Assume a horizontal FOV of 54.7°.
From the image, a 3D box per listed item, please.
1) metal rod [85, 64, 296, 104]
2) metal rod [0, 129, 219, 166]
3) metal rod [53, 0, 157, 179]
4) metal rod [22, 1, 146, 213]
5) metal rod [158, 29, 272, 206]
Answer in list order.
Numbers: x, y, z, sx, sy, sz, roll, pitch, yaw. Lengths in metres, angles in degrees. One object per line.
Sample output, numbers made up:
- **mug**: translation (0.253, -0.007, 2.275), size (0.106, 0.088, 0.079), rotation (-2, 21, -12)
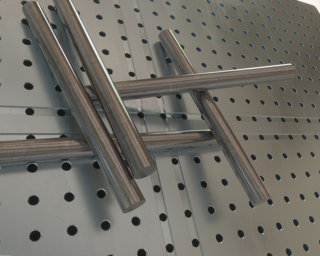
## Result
- **metal rod**: translation (0.051, -0.062, 0.424), size (0.302, 0.025, 0.025), rotation (-9, 65, -15)
- **metal rod**: translation (-0.032, 0.019, 0.380), size (0.303, 0.025, 0.025), rotation (-3, 63, -30)
- **metal rod**: translation (-0.079, -0.072, 0.377), size (0.025, 0.025, 0.299), rotation (-9, 56, -33)
- **metal rod**: translation (-0.098, -0.041, 0.357), size (0.025, 0.025, 0.299), rotation (-16, 63, -35)
- **metal rod**: translation (0.066, -0.032, 0.439), size (0.025, 0.025, 0.299), rotation (-7, 57, -32)
